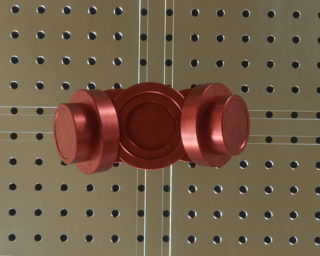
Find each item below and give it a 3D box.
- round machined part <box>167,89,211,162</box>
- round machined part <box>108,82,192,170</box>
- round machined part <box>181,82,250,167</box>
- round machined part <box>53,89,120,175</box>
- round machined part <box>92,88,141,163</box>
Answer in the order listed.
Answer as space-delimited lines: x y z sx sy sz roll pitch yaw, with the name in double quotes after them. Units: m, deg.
0.043 -0.003 0.405 0.099 0.042 0.097 0 90 -1 "round machined part"
-0.011 -0.002 0.362 0.099 0.042 0.097 0 90 -1 "round machined part"
0.069 -0.004 0.355 0.042 0.099 0.097 0 90 40 "round machined part"
-0.089 0.005 0.353 0.042 0.098 0.097 -6 90 -38 "round machined part"
-0.055 -0.003 0.404 0.099 0.042 0.097 0 90 -1 "round machined part"
